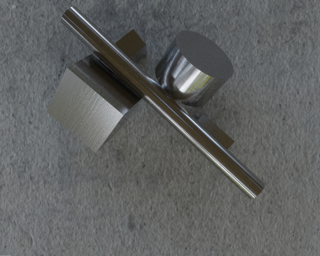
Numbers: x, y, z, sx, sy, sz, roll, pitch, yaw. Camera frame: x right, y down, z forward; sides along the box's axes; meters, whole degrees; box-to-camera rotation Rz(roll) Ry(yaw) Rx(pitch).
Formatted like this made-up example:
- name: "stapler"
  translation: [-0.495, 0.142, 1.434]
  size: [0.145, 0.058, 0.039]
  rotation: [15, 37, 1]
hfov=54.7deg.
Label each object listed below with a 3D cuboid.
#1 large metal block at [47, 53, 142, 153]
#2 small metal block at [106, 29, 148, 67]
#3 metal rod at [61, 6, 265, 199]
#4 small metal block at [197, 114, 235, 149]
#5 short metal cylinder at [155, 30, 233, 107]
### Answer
- name: "large metal block"
  translation: [-0.080, -0.030, 0.380]
  size: [0.080, 0.050, 0.080]
  rotation: [41, 130, -1]
- name: "small metal block"
  translation: [-0.044, -0.095, 0.398]
  size: [0.050, 0.050, 0.025]
  rotation: [-39, 90, 0]
- name: "metal rod"
  translation: [0.004, -0.029, 0.361]
  size: [0.300, 0.025, 0.025]
  rotation: [43, 90, -1]
- name: "small metal block"
  translation: [0.063, 0.009, 0.396]
  size: [0.050, 0.050, 0.025]
  rotation: [41, 90, -1]
- name: "short metal cylinder"
  translation: [0.041, -0.072, 0.378]
  size: [0.080, 0.080, 0.050]
  rotation: [39, 131, 0]
